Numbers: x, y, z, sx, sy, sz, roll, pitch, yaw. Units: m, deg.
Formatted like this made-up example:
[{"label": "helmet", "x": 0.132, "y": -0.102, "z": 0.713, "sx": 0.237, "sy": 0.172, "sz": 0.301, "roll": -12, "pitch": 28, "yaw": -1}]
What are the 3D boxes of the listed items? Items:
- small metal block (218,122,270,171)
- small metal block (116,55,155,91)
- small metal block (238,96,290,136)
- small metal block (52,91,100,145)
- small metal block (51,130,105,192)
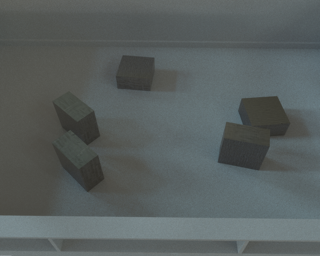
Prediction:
[{"label": "small metal block", "x": 0.099, "y": 0.022, "z": 0.371, "sx": 0.050, "sy": 0.050, "sz": 0.025, "roll": 10, "pitch": 51, "yaw": 8}, {"label": "small metal block", "x": -0.036, "y": -0.085, "z": 0.476, "sx": 0.050, "sy": 0.025, "sz": 0.050, "roll": 5, "pitch": 50, "yaw": 4}, {"label": "small metal block", "x": 0.139, "y": -0.015, "z": 0.419, "sx": 0.050, "sy": 0.025, "sz": 0.050, "roll": -4, "pitch": 50, "yaw": -4}, {"label": "small metal block", "x": -0.106, "y": -0.011, "z": 0.397, "sx": 0.050, "sy": 0.050, "sz": 0.025, "roll": 36, "pitch": 59, "yaw": 26}, {"label": "small metal block", "x": -0.093, "y": 0.038, "z": 0.356, "sx": 0.050, "sy": 0.050, "sz": 0.025, "roll": 37, "pitch": 59, "yaw": 26}]
